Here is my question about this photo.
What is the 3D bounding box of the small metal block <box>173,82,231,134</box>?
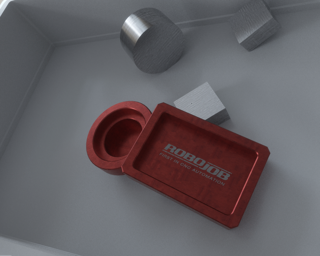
[{"bbox_3d":[0.052,-0.023,0.391,0.050,0.025,0.050,-31,52,7],"label":"small metal block"}]

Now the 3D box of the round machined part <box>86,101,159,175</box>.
[{"bbox_3d":[-0.043,0.016,0.406,0.098,0.042,0.098,-13,56,20],"label":"round machined part"}]

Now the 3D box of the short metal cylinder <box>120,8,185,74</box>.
[{"bbox_3d":[-0.011,-0.127,0.453,0.080,0.080,0.050,-37,51,3],"label":"short metal cylinder"}]

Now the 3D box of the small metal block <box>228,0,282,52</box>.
[{"bbox_3d":[0.125,-0.140,0.414,0.050,0.025,0.050,-37,50,31],"label":"small metal block"}]

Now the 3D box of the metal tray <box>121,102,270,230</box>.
[{"bbox_3d":[0.037,0.038,0.332,0.130,0.030,0.090,25,74,16],"label":"metal tray"}]
